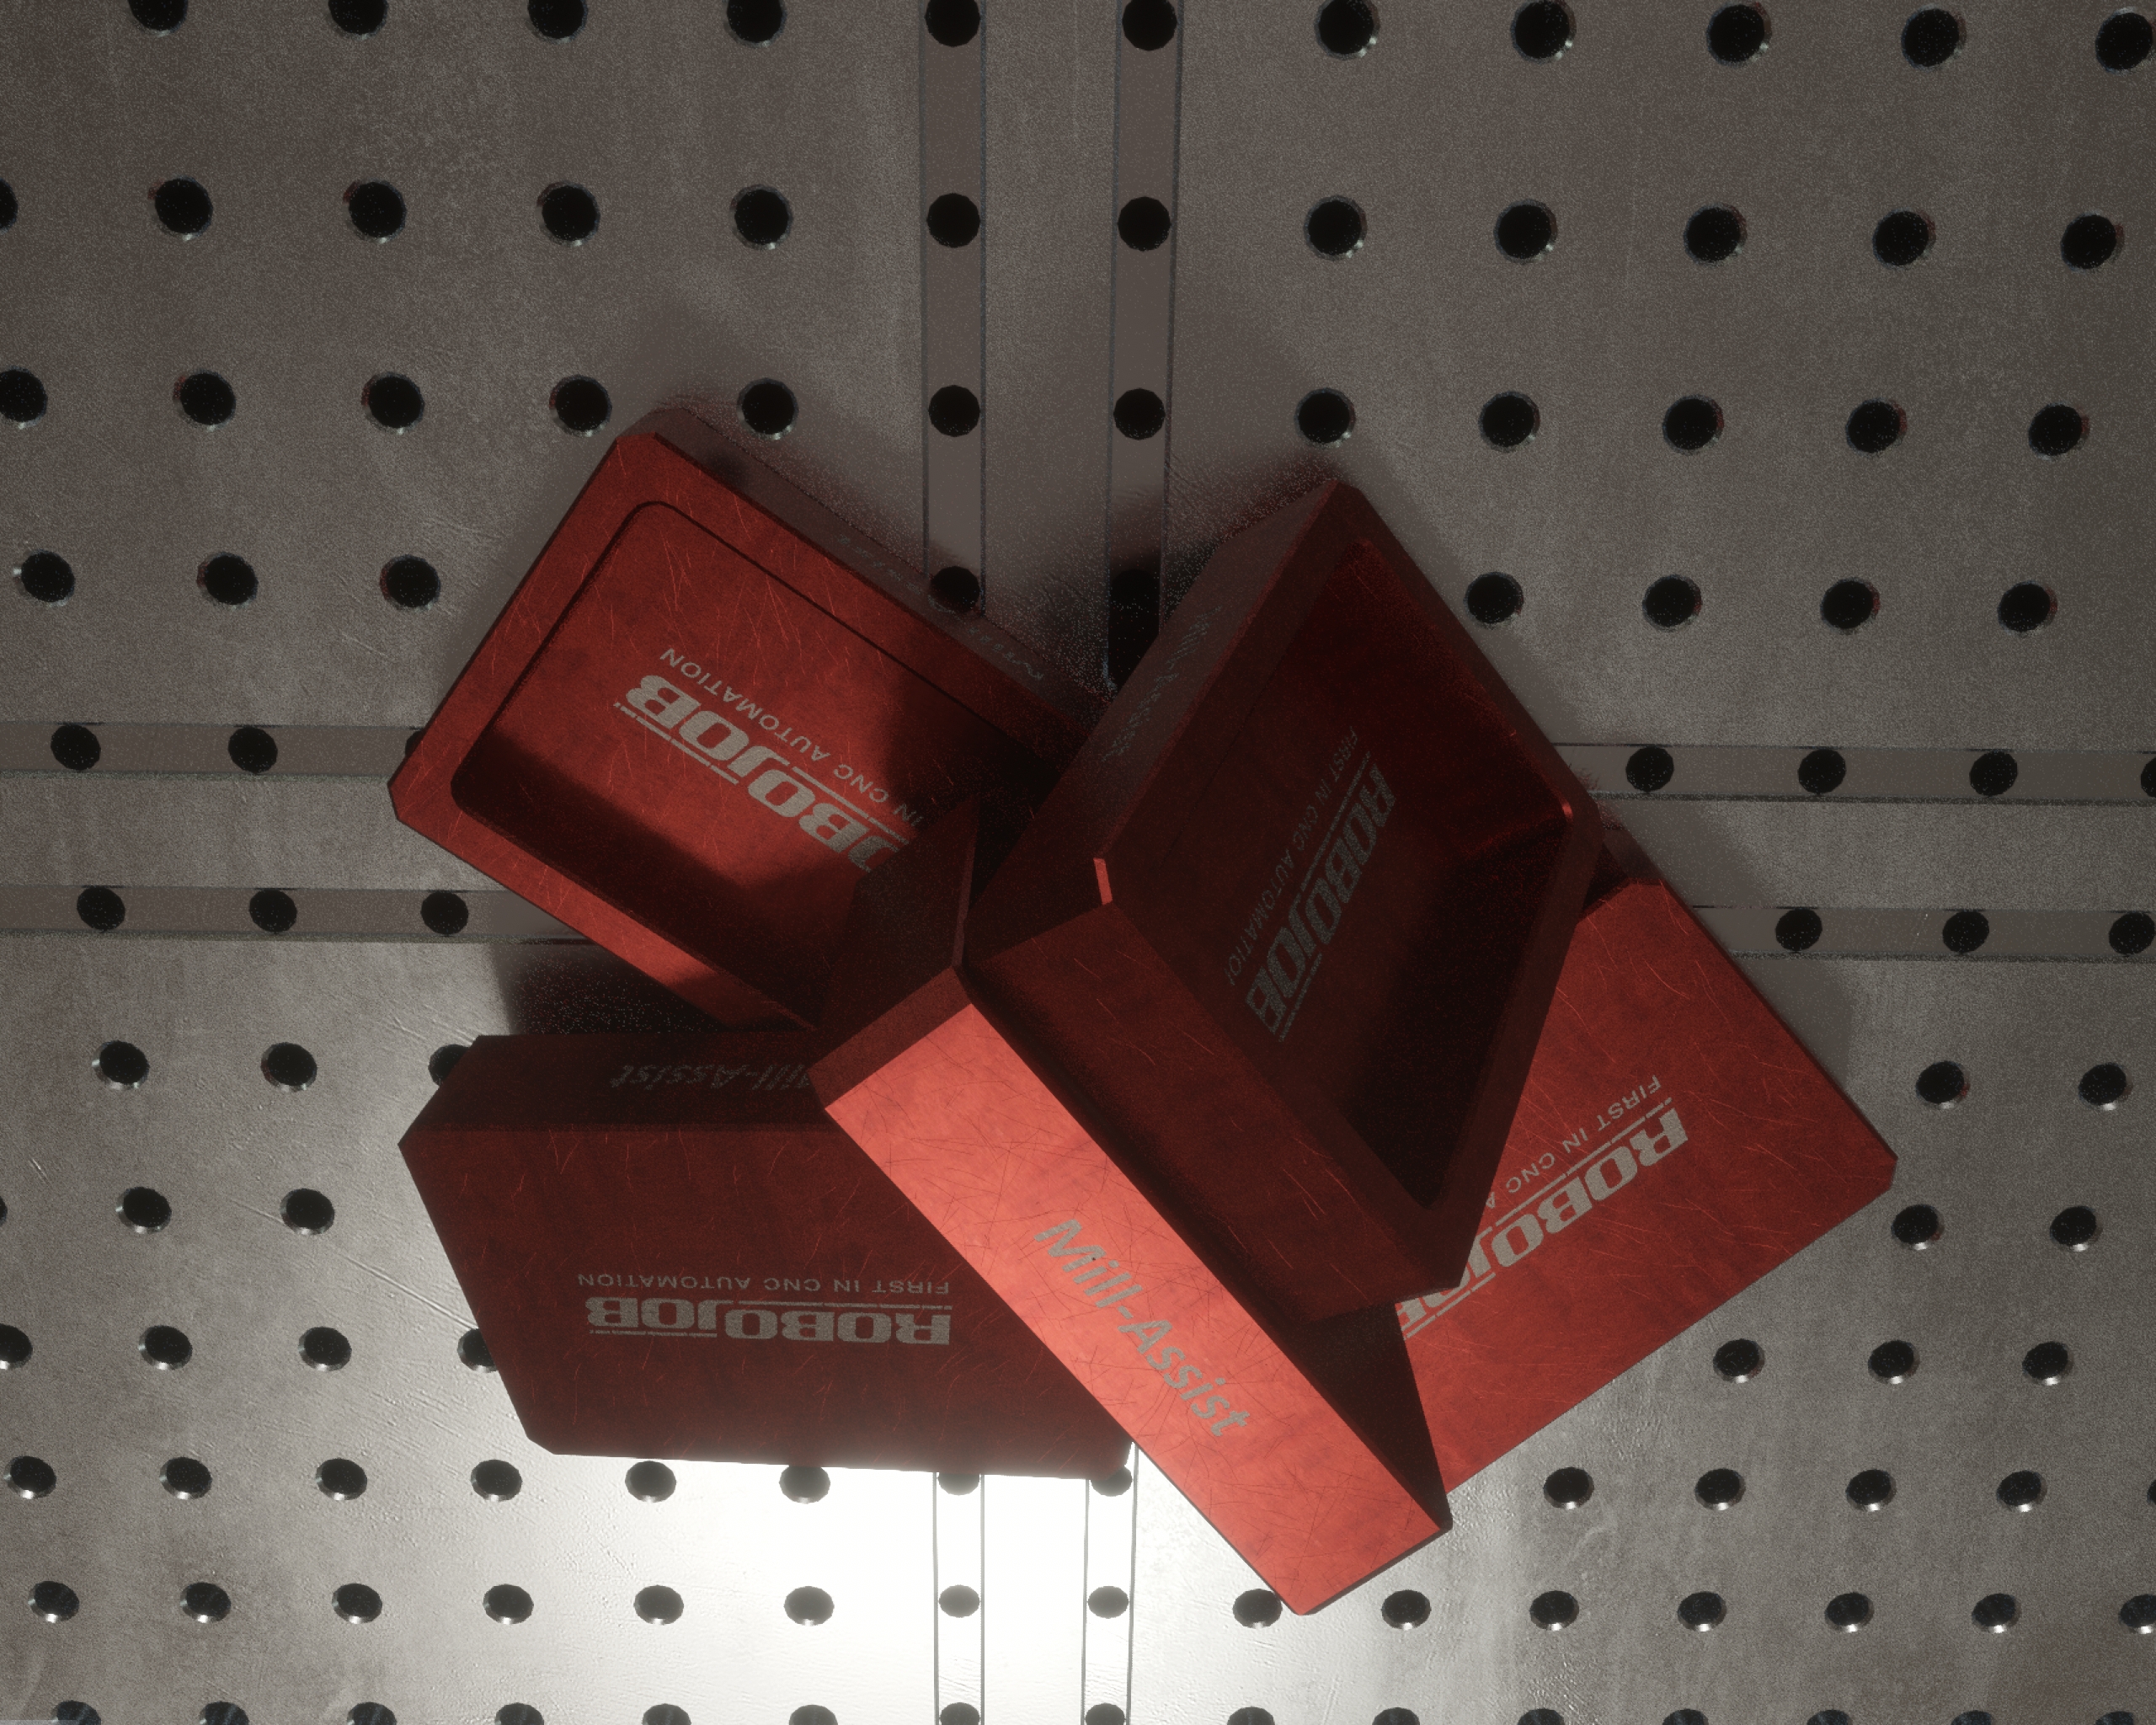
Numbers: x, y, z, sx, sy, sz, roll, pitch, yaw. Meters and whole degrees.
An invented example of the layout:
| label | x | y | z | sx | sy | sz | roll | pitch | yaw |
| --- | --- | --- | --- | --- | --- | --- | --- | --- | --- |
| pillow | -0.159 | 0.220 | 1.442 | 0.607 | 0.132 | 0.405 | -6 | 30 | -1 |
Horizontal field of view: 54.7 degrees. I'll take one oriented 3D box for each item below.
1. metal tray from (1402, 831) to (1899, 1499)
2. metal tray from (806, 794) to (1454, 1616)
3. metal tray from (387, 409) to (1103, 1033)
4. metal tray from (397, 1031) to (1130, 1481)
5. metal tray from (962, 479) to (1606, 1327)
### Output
| label | x | y | z | sx | sy | sz | roll | pitch | yaw |
| --- | --- | --- | --- | --- | --- | --- | --- | --- | --- |
| metal tray | 0.089 | 0.066 | 0.435 | 0.130 | 0.030 | 0.090 | -39 | 106 | 13 |
| metal tray | 0.010 | 0.057 | 0.367 | 0.030 | 0.090 | 0.130 | -37 | 107 | 12 |
| metal tray | -0.052 | -0.014 | 0.405 | 0.130 | 0.030 | 0.090 | 34 | 106 | -12 |
| metal tray | -0.057 | 0.078 | 0.413 | 0.130 | 0.030 | 0.089 | -2 | 122 | 16 |
| metal tray | 0.043 | 0.002 | 0.359 | 0.030 | 0.130 | 0.090 | -27 | 111 | 39 |
